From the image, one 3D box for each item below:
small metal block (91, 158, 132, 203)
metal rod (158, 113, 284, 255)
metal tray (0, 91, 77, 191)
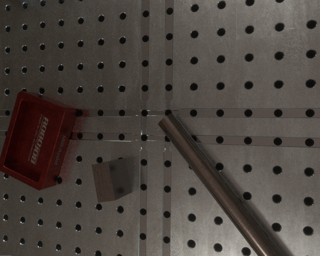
[{"bbox_3d":[-0.065,0.070,0.421,0.025,0.050,0.050,-12,86,19],"label":"small metal block"},{"bbox_3d":[0.096,0.105,0.378,0.025,0.025,0.299,-40,78,15],"label":"metal rod"},{"bbox_3d":[-0.189,0.018,0.474,0.090,0.030,0.129,20,97,18],"label":"metal tray"}]
